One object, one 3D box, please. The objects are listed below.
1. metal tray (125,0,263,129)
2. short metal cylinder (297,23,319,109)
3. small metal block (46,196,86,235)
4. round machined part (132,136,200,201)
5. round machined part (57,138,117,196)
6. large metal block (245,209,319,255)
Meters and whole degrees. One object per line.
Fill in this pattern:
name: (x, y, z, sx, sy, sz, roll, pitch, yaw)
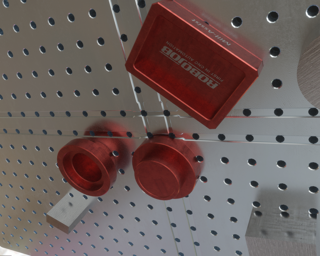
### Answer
metal tray: (0.034, -0.069, 0.347, 0.130, 0.030, 0.089, 36, 129, 4)
short metal cylinder: (0.166, -0.057, 0.272, 0.080, 0.050, 0.079, 13, 124, 21)
small metal block: (-0.180, 0.167, 0.593, 0.050, 0.050, 0.025, 25, 127, 13)
round machined part: (0.003, 0.063, 0.437, 0.098, 0.042, 0.097, 13, 124, 21)
round machined part: (-0.111, 0.058, 0.495, 0.098, 0.042, 0.097, 13, 124, 21)
large metal block: (0.164, 0.157, 0.406, 0.080, 0.050, 0.080, -3, 117, 30)
